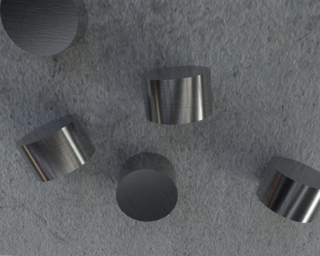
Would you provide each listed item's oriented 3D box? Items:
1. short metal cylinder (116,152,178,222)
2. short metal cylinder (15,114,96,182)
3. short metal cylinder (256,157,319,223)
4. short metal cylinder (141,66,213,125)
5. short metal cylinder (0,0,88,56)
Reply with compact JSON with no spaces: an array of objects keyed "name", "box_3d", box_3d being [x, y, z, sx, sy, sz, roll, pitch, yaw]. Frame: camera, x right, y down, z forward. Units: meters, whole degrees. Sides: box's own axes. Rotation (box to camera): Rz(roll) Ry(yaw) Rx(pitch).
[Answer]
[{"name":"short metal cylinder","box_3d":[-0.017,0.080,0.426,0.081,0.050,0.079,0,110,-1]},{"name":"short metal cylinder","box_3d":[-0.129,0.023,0.387,0.080,0.080,0.050,-21,109,7]},{"name":"short metal cylinder","box_3d":[0.177,0.080,0.413,0.081,0.080,0.050,14,110,-6]},{"name":"short metal cylinder","box_3d":[0.020,-0.041,0.366,0.080,0.080,0.050,-6,110,1]},{"name":"short metal cylinder","box_3d":[-0.127,-0.125,0.349,0.081,0.050,0.079,0,110,-1]}]
